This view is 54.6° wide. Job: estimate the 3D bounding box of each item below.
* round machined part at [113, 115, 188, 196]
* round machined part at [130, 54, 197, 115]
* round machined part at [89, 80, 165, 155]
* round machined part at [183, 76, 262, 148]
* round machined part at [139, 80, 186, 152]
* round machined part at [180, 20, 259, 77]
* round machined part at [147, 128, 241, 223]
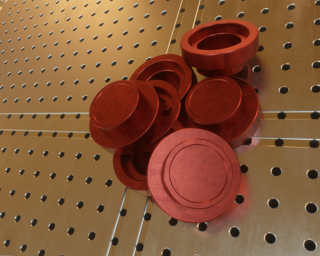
[{"bbox_3d":[-0.004,0.036,0.379,0.098,0.042,0.098,-13,56,21],"label":"round machined part"},{"bbox_3d":[0.005,-0.050,0.426,0.098,0.042,0.098,-13,56,21],"label":"round machined part"},{"bbox_3d":[-0.047,-0.019,0.380,0.098,0.042,0.098,-13,56,21],"label":"round machined part"},{"bbox_3d":[0.069,-0.024,0.376,0.098,0.042,0.098,-13,56,21],"label":"round machined part"},{"bbox_3d":[-0.011,-0.012,0.411,0.098,0.042,0.098,-13,56,21],"label":"round machined part"},{"bbox_3d":[0.078,-0.101,0.405,0.098,0.042,0.098,-9,39,8],"label":"round machined part"},{"bbox_3d":[0.036,0.047,0.319,0.099,0.042,0.098,1,79,-4],"label":"round machined part"}]
